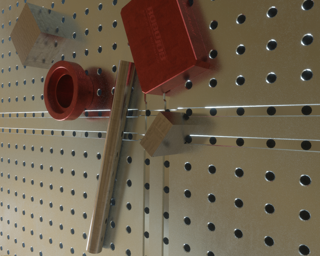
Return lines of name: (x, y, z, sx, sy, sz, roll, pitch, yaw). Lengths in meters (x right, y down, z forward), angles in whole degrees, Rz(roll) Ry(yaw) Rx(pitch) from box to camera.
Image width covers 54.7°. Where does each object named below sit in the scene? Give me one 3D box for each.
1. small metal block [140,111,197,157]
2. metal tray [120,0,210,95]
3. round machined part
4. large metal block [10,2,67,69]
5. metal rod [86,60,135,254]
small metal block: (0.011, 0.007, 0.383, 0.025, 0.050, 0.050, 47, 118, 29)
metal tray: (0.003, -0.119, 0.402, 0.090, 0.030, 0.129, -25, 74, 37)
round machined part: (-0.149, -0.061, 0.518, 0.098, 0.042, 0.097, 0, 90, 39)
large metal block: (-0.229, -0.170, 0.578, 0.080, 0.050, 0.080, -45, 63, 30)
metal rod: (-0.075, 0.049, 0.468, 0.025, 0.025, 0.298, 19, 102, 38)
